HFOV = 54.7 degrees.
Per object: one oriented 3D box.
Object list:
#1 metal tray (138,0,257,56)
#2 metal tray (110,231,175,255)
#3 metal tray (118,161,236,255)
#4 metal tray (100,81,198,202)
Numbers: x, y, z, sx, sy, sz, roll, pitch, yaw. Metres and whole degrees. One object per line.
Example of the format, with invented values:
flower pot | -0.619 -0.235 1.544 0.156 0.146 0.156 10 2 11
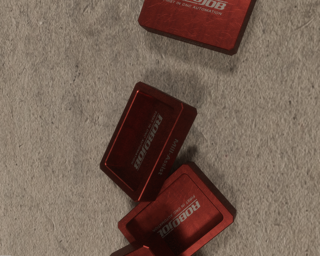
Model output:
metal tray | 0.047 -0.154 0.389 0.130 0.030 0.089 22 97 18
metal tray | -0.003 0.203 0.384 0.090 0.030 0.130 -37 89 28
metal tray | 0.020 0.117 0.398 0.130 0.030 0.090 -44 77 14
metal tray | -0.019 0.016 0.393 0.090 0.030 0.129 32 101 41
